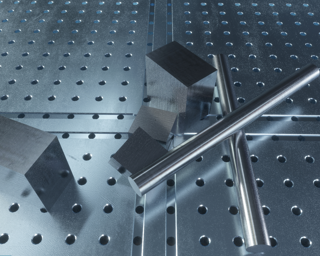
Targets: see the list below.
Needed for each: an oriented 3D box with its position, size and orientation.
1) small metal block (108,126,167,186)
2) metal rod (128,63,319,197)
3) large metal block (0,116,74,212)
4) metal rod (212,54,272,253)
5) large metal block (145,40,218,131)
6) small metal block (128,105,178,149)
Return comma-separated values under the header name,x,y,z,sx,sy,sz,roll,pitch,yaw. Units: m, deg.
name,x,y,z,sx,sy,sz,roll,pitch,yaw
small metal block,-0.024,0.035,0.363,0.050,0.025,0.050,41,61,-2
metal rod,0.094,-0.009,0.381,0.302,0.025,0.025,-30,57,-22
large metal block,-0.151,0.039,0.338,0.080,0.080,0.050,18,53,14
metal rod,0.097,0.005,0.403,0.025,0.025,0.300,0,50,0
large metal block,0.026,-0.058,0.420,0.050,0.080,0.080,-33,57,-24
small metal block,-0.008,0.001,0.407,0.050,0.025,0.050,14,51,11
